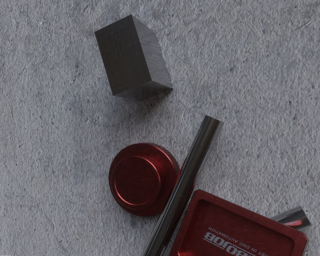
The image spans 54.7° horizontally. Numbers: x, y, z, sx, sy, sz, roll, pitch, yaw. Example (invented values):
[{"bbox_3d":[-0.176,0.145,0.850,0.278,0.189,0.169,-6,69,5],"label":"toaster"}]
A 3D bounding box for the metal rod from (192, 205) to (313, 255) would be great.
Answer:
[{"bbox_3d":[0.041,0.170,0.393,0.300,0.025,0.025,-30,81,17],"label":"metal rod"}]

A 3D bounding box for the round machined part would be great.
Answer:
[{"bbox_3d":[-0.025,0.069,0.408,0.098,0.042,0.097,0,90,19],"label":"round machined part"}]

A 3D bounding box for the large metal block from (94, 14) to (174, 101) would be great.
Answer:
[{"bbox_3d":[-0.029,-0.083,0.389,0.050,0.080,0.080,-19,84,19],"label":"large metal block"}]

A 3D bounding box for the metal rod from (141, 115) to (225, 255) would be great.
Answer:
[{"bbox_3d":[0.006,0.125,0.383,0.025,0.025,0.298,25,95,18],"label":"metal rod"}]

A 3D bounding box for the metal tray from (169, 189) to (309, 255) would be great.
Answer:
[{"bbox_3d":[0.085,0.135,0.348,0.130,0.030,0.090,18,81,33],"label":"metal tray"}]
